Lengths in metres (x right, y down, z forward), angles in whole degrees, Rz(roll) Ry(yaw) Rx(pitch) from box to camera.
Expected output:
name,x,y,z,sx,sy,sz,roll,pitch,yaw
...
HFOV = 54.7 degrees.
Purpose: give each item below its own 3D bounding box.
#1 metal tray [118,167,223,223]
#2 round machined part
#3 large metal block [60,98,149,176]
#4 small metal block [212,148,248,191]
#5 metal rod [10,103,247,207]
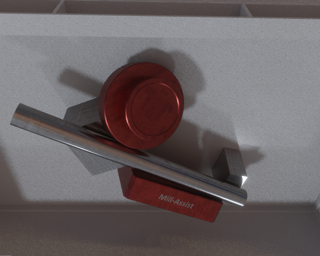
name,x,y,z,sx,sy,sz,roll,pitch,yaw
metal tray,0.011,0.080,0.428,0.131,0.090,0.030,20,100,-18
round machined part,-0.014,-0.023,0.342,0.099,0.042,0.097,-7,104,-28
large metal block,-0.067,0.008,0.396,0.080,0.050,0.080,-18,128,14
small metal block,0.099,0.066,0.448,0.025,0.050,0.050,11,129,-10
metal rod,-0.020,0.040,0.374,0.302,0.025,0.025,23,126,-19
